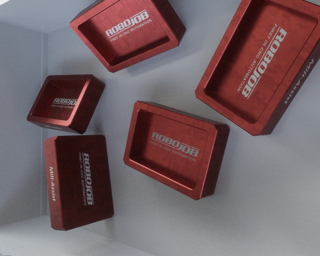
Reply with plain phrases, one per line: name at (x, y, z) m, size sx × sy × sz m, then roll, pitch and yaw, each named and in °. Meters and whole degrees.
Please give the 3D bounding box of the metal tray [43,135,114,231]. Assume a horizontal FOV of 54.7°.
metal tray at (-0.119, 0.077, 0.463) m, size 0.030 × 0.091 × 0.129 m, roll -13°, pitch 82°, yaw 39°

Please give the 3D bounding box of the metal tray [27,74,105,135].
metal tray at (-0.158, -0.042, 0.511) m, size 0.130 × 0.030 × 0.090 m, roll 7°, pitch 70°, yaw 39°

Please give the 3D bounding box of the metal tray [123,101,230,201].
metal tray at (0.015, 0.023, 0.391) m, size 0.130 × 0.030 × 0.089 m, roll 20°, pitch 103°, yaw 38°

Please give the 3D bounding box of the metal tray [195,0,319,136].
metal tray at (0.103, -0.068, 0.318) m, size 0.090 × 0.030 × 0.129 m, roll 40°, pitch 114°, yaw 32°

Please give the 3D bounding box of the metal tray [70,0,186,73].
metal tray at (-0.044, -0.130, 0.402) m, size 0.130 × 0.090 × 0.030 m, roll -12°, pitch 40°, yaw 39°
